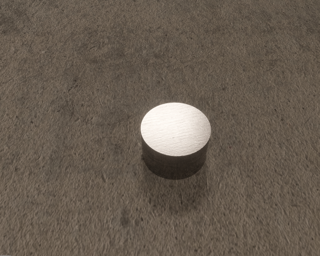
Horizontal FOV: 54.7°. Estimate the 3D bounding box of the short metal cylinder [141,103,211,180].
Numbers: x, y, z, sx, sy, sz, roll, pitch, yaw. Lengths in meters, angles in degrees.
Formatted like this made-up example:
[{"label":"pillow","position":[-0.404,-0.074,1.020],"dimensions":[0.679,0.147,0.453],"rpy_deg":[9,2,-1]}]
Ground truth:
[{"label":"short metal cylinder","position":[0.018,0.015,0.374],"dimensions":[0.081,0.050,0.080],"rpy_deg":[0,50,0]}]
